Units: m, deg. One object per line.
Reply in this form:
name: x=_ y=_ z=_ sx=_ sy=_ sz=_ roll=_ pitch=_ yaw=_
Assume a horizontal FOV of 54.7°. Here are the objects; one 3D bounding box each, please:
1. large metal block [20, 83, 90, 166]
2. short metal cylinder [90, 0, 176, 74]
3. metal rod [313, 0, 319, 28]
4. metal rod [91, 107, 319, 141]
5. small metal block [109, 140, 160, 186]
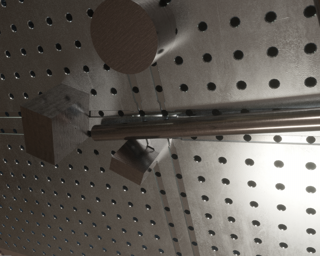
large metal block: x=-0.147 y=-0.007 z=0.446 sx=0.050 sy=0.080 sz=0.079 roll=21 pitch=126 yaw=15
short metal cylinder: x=-0.029 y=-0.106 z=0.343 sx=0.080 sy=0.050 sz=0.079 roll=13 pitch=124 yaw=20
metal rod: x=0.173 y=-0.052 z=0.287 sx=0.025 sy=0.025 sz=0.299 roll=-12 pitch=113 yaw=33
metal rod: x=0.036 y=-0.001 z=0.390 sx=0.300 sy=0.025 sz=0.025 roll=-4 pitch=117 yaw=29
small metal block: x=-0.036 y=0.047 z=0.442 sx=0.050 sy=0.050 sz=0.025 roll=26 pitch=127 yaw=11
